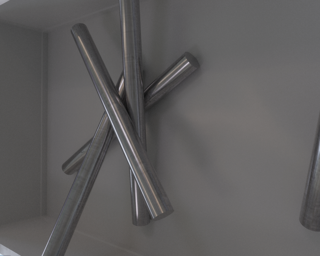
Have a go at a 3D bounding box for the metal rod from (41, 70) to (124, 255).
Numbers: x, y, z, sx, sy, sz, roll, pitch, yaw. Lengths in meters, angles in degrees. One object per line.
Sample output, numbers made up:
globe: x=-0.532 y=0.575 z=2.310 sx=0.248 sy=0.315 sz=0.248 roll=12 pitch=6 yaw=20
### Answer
metal rod: x=-0.088 y=0.046 z=0.402 sx=0.025 sy=0.025 sz=0.299 roll=8 pitch=71 yaw=40

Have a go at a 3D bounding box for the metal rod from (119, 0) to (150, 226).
metal rod: x=-0.032 y=-0.016 z=0.403 sx=0.025 sy=0.025 sz=0.298 roll=6 pitch=103 yaw=40

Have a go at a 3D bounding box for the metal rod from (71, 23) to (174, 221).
metal rod: x=-0.058 y=-0.027 z=0.392 sx=0.025 sy=0.025 sz=0.299 roll=-45 pitch=59 yaw=31

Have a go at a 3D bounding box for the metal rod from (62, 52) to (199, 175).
metal rod: x=-0.060 y=-0.006 z=0.456 sx=0.299 sy=0.025 sz=0.025 roll=-38 pitch=67 yaw=33

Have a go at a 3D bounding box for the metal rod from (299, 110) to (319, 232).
metal rod: x=0.134 y=-0.043 z=0.220 sx=0.025 sy=0.025 sz=0.298 roll=20 pitch=127 yaw=38
